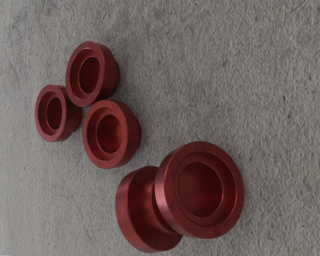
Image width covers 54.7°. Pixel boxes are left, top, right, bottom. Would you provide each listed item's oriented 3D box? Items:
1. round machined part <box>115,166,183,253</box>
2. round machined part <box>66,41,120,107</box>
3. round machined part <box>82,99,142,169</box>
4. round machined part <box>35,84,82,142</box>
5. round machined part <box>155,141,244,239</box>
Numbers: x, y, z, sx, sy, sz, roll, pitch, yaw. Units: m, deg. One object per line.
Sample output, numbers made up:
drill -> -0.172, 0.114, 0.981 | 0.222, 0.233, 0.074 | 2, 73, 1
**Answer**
round machined part -> 0.000, 0.090, 0.358 | 0.042, 0.099, 0.098 | -27, 73, 37
round machined part -> -0.099, -0.079, 0.473 | 0.098, 0.042, 0.097 | -4, 84, 41
round machined part -> -0.065, 0.008, 0.448 | 0.098, 0.042, 0.097 | 0, 90, 40
round machined part -> -0.172, -0.025, 0.537 | 0.098, 0.042, 0.097 | 0, 90, 40
round machined part -> 0.038, 0.066, 0.331 | 0.042, 0.099, 0.098 | -30, 70, 58
